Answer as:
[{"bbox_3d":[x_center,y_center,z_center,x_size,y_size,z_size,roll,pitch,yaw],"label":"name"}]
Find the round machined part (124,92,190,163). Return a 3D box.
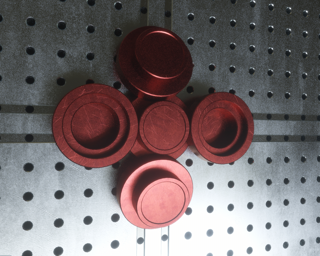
[{"bbox_3d":[-0.001,-0.001,0.403,0.099,0.042,0.097,0,90,-21],"label":"round machined part"}]

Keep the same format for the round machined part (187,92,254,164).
[{"bbox_3d":[0.078,0.000,0.433,0.099,0.042,0.097,0,90,-21],"label":"round machined part"}]

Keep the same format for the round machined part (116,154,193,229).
[{"bbox_3d":[-0.002,0.085,0.391,0.099,0.042,0.097,-6,107,-19],"label":"round machined part"}]

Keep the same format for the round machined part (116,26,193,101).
[{"bbox_3d":[-0.003,-0.086,0.391,0.099,0.042,0.098,5,74,-17],"label":"round machined part"}]

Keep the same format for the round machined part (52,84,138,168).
[{"bbox_3d":[-0.079,-0.003,0.374,0.099,0.042,0.097,0,90,-21],"label":"round machined part"}]
